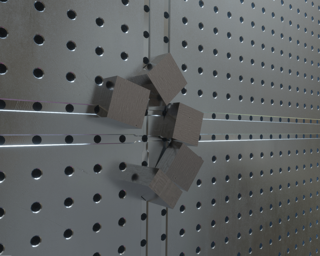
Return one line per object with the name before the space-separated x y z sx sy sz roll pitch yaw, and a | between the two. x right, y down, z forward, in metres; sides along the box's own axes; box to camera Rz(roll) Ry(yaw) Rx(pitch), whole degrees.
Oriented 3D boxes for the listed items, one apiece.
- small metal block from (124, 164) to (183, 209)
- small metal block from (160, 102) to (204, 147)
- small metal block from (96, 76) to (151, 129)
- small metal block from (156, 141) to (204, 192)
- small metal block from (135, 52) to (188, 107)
small metal block | -0.009 0.073 0.388 0.050 0.050 0.025 48 61 -30
small metal block | 0.032 -0.004 0.438 0.050 0.025 0.050 20 77 -39
small metal block | -0.044 -0.029 0.374 0.050 0.025 0.050 20 77 -39
small metal block | 0.027 0.053 0.431 0.050 0.025 0.050 41 72 -33
small metal block | 0.003 -0.064 0.413 0.050 0.025 0.050 -48 119 -29
